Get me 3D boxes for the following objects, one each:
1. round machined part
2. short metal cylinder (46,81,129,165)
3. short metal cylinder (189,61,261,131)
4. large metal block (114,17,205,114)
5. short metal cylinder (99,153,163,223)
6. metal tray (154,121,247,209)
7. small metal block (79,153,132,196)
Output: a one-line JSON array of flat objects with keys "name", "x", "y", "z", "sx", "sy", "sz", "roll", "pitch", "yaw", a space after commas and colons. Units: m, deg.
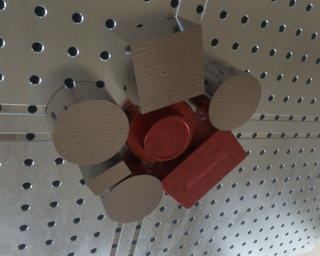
[{"name": "round machined part", "x": 0.003, "y": 0.004, "z": 0.404, "sx": 0.099, "sy": 0.042, "sz": 0.097, "roll": -14, "pitch": 124, "yaw": -21}, {"name": "short metal cylinder", "x": -0.081, "y": -0.005, "z": 0.346, "sx": 0.081, "sy": 0.050, "sz": 0.079, "roll": -14, "pitch": 124, "yaw": -21}, {"name": "short metal cylinder", "x": 0.086, "y": -0.043, "z": 0.414, "sx": 0.081, "sy": 0.050, "sz": 0.079, "roll": -14, "pitch": 124, "yaw": -21}, {"name": "large metal block", "x": 0.001, "y": -0.072, "z": 0.351, "sx": 0.081, "sy": 0.050, "sz": 0.079, "roll": -20, "pitch": 126, "yaw": -17}, {"name": "short metal cylinder", "x": -0.042, "y": 0.081, "z": 0.421, "sx": 0.081, "sy": 0.050, "sz": 0.079, "roll": -14, "pitch": 124, "yaw": -21}, {"name": "metal tray", "x": 0.062, "y": 0.055, "z": 0.475, "sx": 0.130, "sy": 0.030, "sz": 0.090, "roll": -42, "pitch": 129, "yaw": 0}, {"name": "small metal block", "x": -0.070, "y": 0.048, "z": 0.385, "sx": 0.050, "sy": 0.050, "sz": 0.025, "roll": -33, "pitch": 129, "yaw": -7}]
